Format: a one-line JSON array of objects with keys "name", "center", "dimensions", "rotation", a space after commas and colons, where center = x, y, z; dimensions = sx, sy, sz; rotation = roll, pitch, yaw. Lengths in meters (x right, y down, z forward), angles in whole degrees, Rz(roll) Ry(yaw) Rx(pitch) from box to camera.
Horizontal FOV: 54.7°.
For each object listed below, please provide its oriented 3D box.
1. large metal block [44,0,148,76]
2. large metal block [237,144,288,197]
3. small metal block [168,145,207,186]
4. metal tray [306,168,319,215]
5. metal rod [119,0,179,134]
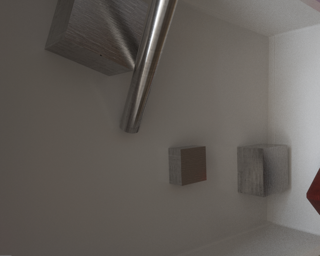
[{"name": "large metal block", "center": [-0.067, -0.111, 0.335], "dimensions": [0.080, 0.050, 0.080], "rotation": [19, 78, -39]}, {"name": "large metal block", "center": [0.182, 0.071, 0.546], "dimensions": [0.081, 0.050, 0.079], "rotation": [-3, 92, -40]}, {"name": "small metal block", "center": [0.040, 0.052, 0.442], "dimensions": [0.050, 0.025, 0.050], "rotation": [-4, 93, -40]}, {"name": "metal tray", "center": [0.297, 0.115, 0.503], "dimensions": [0.130, 0.030, 0.090], "rotation": [47, 67, -23]}, {"name": "metal rod", "center": [0.004, -0.123, 0.307], "dimensions": [0.025, 0.025, 0.298], "rotation": [-10, 130, -40]}]
